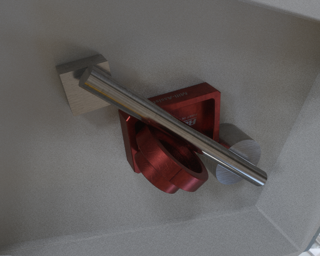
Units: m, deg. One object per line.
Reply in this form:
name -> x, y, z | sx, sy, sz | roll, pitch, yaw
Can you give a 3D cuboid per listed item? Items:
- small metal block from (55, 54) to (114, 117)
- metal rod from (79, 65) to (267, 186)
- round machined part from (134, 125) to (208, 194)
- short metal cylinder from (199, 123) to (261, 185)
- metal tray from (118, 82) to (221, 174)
small metal block -> -0.079, -0.047, 0.336 | 0.050, 0.025, 0.050 | -20, 127, -17
metal rod -> 0.038, 0.012, 0.384 | 0.301, 0.025, 0.025 | 30, 102, -32
round machined part -> 0.008, 0.040, 0.374 | 0.098, 0.098, 0.042 | 31, 109, -38
short metal cylinder -> 0.106, 0.040, 0.475 | 0.081, 0.050, 0.079 | -14, 125, -21
metal tray -> 0.017, -0.001, 0.413 | 0.131, 0.030, 0.089 | -18, 126, -19
